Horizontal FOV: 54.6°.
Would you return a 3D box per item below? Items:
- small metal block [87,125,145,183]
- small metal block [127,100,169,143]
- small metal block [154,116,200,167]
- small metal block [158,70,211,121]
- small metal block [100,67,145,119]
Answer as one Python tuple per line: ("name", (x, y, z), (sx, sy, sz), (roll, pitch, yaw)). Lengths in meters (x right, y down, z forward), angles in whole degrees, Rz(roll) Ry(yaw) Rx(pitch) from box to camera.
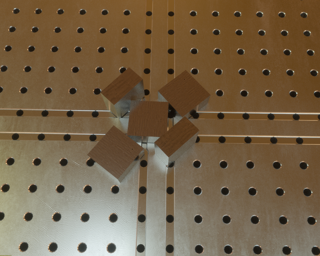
("small metal block", (-0.056, 0.034, 0.399), (0.050, 0.025, 0.050), (36, 73, 12))
("small metal block", (-0.015, -0.008, 0.414), (0.050, 0.025, 0.050), (3, 69, 2))
("small metal block", (0.020, 0.018, 0.392), (0.050, 0.050, 0.025), (-40, 75, -13))
("small metal block", (0.033, -0.043, 0.428), (0.050, 0.025, 0.050), (-38, 75, -12))
("small metal block", (-0.048, -0.045, 0.414), (0.025, 0.050, 0.050), (42, 76, 13))
